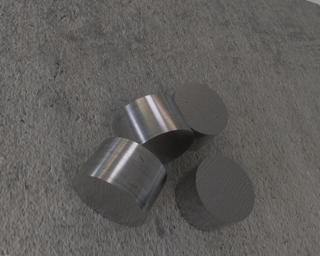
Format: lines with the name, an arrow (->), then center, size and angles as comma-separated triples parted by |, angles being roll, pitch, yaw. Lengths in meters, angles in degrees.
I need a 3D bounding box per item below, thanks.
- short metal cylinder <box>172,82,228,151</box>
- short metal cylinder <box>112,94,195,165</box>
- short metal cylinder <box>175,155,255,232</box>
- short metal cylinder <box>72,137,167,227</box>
short metal cylinder -> 0.044, -0.015, 0.421 | 0.081, 0.050, 0.080 | 14, 56, -21
short metal cylinder -> -0.008, 0.006, 0.356 | 0.081, 0.079, 0.050 | -8, 57, -32
short metal cylinder -> 0.066, 0.079, 0.374 | 0.081, 0.050, 0.080 | 14, 56, -21
short metal cylinder -> -0.040, 0.055, 0.313 | 0.080, 0.080, 0.050 | 36, 52, -5
